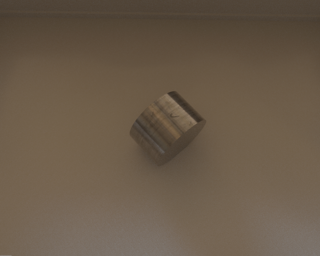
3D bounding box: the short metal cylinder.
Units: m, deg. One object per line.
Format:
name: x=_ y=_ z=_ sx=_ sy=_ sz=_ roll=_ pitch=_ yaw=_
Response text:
short metal cylinder: x=0.010 y=0.001 z=0.380 sx=0.080 sy=0.080 sz=0.050 roll=-40 pitch=75 yaw=-13
